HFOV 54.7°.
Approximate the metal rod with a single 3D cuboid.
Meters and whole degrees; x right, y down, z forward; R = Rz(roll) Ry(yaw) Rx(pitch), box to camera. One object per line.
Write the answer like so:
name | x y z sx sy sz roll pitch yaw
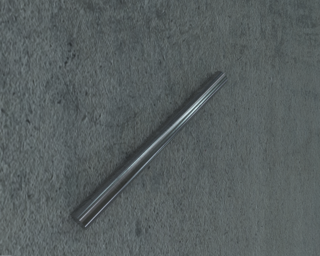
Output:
metal rod | 0.004 0.011 0.412 0.301 0.025 0.025 -44 117 -31
